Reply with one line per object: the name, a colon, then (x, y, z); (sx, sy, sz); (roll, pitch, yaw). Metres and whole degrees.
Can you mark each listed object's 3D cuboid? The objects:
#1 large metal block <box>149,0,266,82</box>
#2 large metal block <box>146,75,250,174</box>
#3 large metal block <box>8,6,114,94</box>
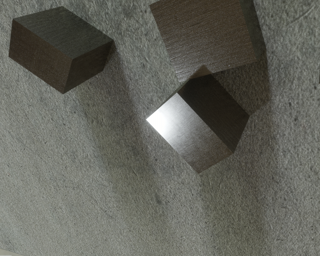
large metal block: (0.049, -0.100, 0.303); (0.080, 0.050, 0.080); (-11, 113, 32)
large metal block: (0.045, -0.011, 0.341); (0.080, 0.080, 0.050); (47, 129, -5)
large metal block: (-0.117, -0.097, 0.373); (0.080, 0.080, 0.050); (34, 129, 5)
